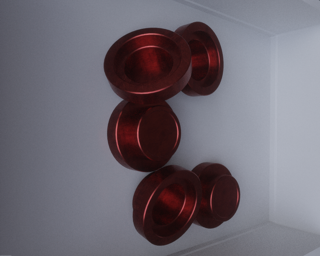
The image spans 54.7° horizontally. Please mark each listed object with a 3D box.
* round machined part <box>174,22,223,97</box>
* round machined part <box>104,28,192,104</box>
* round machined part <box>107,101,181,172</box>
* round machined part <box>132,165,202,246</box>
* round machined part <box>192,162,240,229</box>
[{"bbox_3d":[0.043,-0.092,0.427,0.099,0.042,0.097,0,89,-46],"label":"round machined part"},{"bbox_3d":[-0.012,-0.067,0.361,0.098,0.098,0.042,-59,158,-23],"label":"round machined part"},{"bbox_3d":[-0.012,0.006,0.385,0.099,0.042,0.097,0,90,-40],"label":"round machined part"},{"bbox_3d":[0.005,0.092,0.390,0.099,0.042,0.097,-16,115,-39],"label":"round machined part"},{"bbox_3d":[0.083,0.102,0.466,0.099,0.042,0.097,0,90,-40],"label":"round machined part"}]
